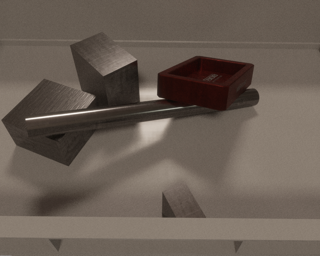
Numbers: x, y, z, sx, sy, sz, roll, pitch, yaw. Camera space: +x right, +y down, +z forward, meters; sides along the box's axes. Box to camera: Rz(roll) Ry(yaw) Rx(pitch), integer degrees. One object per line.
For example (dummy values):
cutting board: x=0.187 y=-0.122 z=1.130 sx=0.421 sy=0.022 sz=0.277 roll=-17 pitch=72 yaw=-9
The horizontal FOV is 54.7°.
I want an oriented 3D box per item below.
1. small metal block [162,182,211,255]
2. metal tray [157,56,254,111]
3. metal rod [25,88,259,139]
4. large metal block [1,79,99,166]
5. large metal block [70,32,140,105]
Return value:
small metal block: x=0.024 y=0.092 z=0.312 sx=0.025 sy=0.050 sz=0.050 roll=-20 pitch=53 yaw=-16
metal tray: x=0.065 y=-0.066 z=0.417 sx=0.090 sy=0.030 sz=0.131 roll=15 pitch=28 yaw=24
metal rod: x=-0.003 y=-0.023 z=0.386 sx=0.303 sy=0.025 sz=0.025 roll=-9 pitch=50 yaw=-23
large metal block: x=-0.133 y=-0.009 z=0.395 sx=0.080 sy=0.050 sz=0.080 roll=19 pitch=52 yaw=15
large metal block: x=-0.074 y=-0.072 z=0.429 sx=0.050 sy=0.080 sz=0.080 roll=-32 pitch=58 yaw=-24
